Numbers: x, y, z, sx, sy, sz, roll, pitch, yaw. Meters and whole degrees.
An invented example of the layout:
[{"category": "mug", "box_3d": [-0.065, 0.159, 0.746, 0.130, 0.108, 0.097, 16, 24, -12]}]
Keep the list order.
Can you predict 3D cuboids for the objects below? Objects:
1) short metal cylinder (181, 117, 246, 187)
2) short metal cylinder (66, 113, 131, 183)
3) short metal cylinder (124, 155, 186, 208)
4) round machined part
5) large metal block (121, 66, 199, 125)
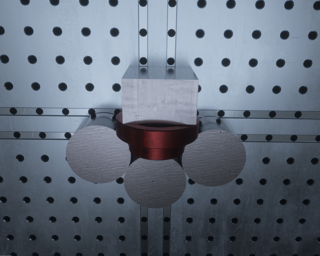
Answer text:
[{"category": "short metal cylinder", "box_3d": [0.068, 0.030, 0.412, 0.081, 0.050, 0.079, 0, 110, 0]}, {"category": "short metal cylinder", "box_3d": [-0.077, 0.026, 0.409, 0.081, 0.050, 0.079, 0, 110, 0]}, {"category": "short metal cylinder", "box_3d": [-0.006, 0.062, 0.423, 0.081, 0.050, 0.079, 0, 110, 0]}, {"category": "round machined part", "box_3d": [-0.003, 0.006, 0.375, 0.099, 0.098, 0.042, 2, 110, -1]}, {"category": "large metal block", "box_3d": [0.000, -0.041, 0.368, 0.081, 0.080, 0.050, 1, 110, -1]}]
